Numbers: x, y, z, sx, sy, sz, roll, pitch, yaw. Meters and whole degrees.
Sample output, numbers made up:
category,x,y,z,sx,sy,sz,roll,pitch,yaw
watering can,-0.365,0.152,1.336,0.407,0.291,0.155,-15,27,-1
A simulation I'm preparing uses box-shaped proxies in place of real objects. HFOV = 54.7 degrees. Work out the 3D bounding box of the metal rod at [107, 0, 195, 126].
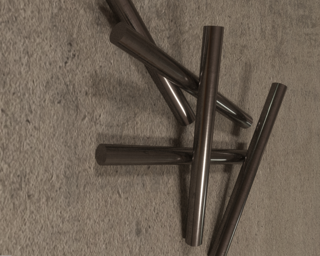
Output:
category,x,y,z,sx,sy,sz,roll,pitch,yaw
metal rod,-0.032,-0.126,0.378,0.025,0.025,0.299,-47,118,-30

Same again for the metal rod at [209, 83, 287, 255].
category,x,y,z,sx,sy,sz,roll,pitch,yaw
metal rod,0.143,0.068,0.497,0.025,0.025,0.299,26,83,-37

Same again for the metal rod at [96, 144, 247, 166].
category,x,y,z,sx,sy,sz,roll,pitch,yaw
metal rod,0.048,0.041,0.447,0.302,0.025,0.025,5,87,-40

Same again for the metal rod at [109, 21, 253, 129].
category,x,y,z,sx,sy,sz,roll,pitch,yaw
metal rod,0.052,-0.054,0.424,0.301,0.025,0.025,24,75,-46

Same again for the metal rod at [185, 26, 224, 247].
category,x,y,z,sx,sy,sz,roll,pitch,yaw
metal rod,0.057,0.020,0.414,0.025,0.025,0.298,-8,108,-40
